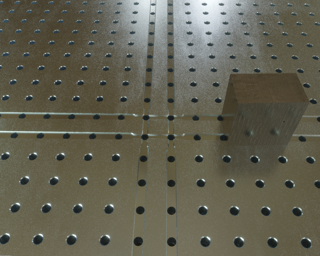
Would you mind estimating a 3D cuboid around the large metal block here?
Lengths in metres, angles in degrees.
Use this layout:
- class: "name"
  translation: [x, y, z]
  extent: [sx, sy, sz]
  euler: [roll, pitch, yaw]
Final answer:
- class: "large metal block"
  translation: [0.126, -0.022, 0.391]
  extent: [0.080, 0.080, 0.050]
  euler: [-1, 50, -1]
